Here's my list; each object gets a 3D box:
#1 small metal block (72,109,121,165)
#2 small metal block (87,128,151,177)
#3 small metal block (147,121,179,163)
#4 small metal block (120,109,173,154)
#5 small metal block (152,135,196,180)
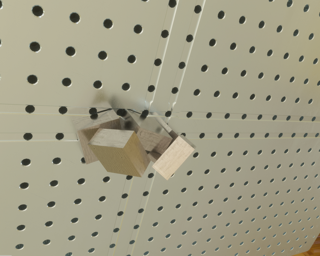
[{"bbox_3d":[-0.074,0.010,0.379,0.050,0.025,0.050,-18,126,-18],"label":"small metal block"},{"bbox_3d":[-0.046,0.028,0.353,0.025,0.050,0.050,-61,141,-36],"label":"small metal block"},{"bbox_3d":[0.008,0.027,0.434,0.050,0.025,0.050,-46,130,3],"label":"small metal block"},{"bbox_3d":[-0.020,0.005,0.388,0.050,0.050,0.025,20,108,-36],"label":"small metal block"},{"bbox_3d":[0.020,0.036,0.395,0.050,0.025,0.050,-49,173,6],"label":"small metal block"}]
